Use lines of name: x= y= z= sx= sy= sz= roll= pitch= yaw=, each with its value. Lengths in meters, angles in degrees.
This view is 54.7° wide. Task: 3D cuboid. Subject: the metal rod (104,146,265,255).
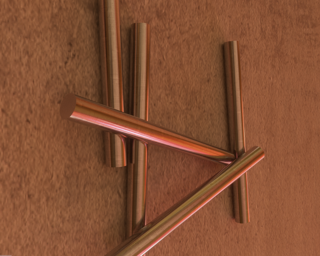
metal rod: x=0.052 y=0.094 z=0.416 sx=0.302 sy=0.025 sz=0.025 roll=-26 pitch=107 yaw=-37

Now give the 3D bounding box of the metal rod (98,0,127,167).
metal rod: x=-0.057 y=-0.105 z=0.357 sx=0.025 sy=0.025 sz=0.298 roll=-4 pitch=93 yaw=-40

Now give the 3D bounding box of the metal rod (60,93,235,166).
metal rod: x=0.013 y=0.015 z=0.390 sx=0.302 sy=0.025 sz=0.025 roll=20 pitch=77 yaw=-47

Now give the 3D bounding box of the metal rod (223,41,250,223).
metal rod: x=0.128 y=0.009 z=0.514 sx=0.025 sy=0.025 sz=0.298 roll=-8 pitch=95 yaw=-40

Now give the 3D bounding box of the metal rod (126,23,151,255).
metal rod: x=-0.027 y=0.022 z=0.383 sx=0.025 sy=0.025 sz=0.298 roll=2 pitch=89 yaw=-40
